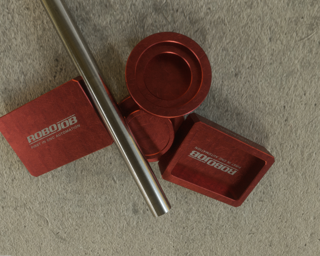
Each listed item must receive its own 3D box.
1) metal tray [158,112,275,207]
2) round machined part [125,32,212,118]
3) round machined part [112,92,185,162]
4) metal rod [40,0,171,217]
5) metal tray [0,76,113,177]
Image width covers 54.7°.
[{"bbox_3d":[0.075,0.046,0.414,0.131,0.030,0.090,25,108,-20],"label":"metal tray"},{"bbox_3d":[0.008,-0.060,0.368,0.099,0.042,0.097,0,88,-7],"label":"round machined part"},{"bbox_3d":[-0.016,0.001,0.403,0.099,0.042,0.097,0,110,0],"label":"round machined part"},{"bbox_3d":[-0.065,-0.032,0.363,0.025,0.025,0.299,-26,95,9],"label":"metal rod"},{"bbox_3d":[-0.130,0.000,0.395,0.130,0.030,0.090,-23,106,17],"label":"metal tray"}]
